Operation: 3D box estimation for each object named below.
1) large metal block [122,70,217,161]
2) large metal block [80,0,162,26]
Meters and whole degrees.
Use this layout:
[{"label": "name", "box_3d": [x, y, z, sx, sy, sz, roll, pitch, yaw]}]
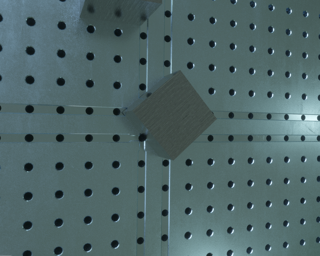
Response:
[{"label": "large metal block", "box_3d": [0.012, -0.016, 0.405, 0.080, 0.050, 0.080, -42, 104, -15]}, {"label": "large metal block", "box_3d": [-0.049, -0.163, 0.366, 0.081, 0.080, 0.050, 1, 90, -20]}]
